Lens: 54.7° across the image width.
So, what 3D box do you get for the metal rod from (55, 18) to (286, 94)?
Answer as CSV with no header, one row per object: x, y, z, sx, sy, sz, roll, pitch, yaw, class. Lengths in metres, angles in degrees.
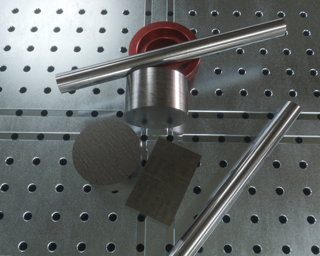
0.019,-0.095,0.401,0.302,0.025,0.025,-16,71,-6,metal rod

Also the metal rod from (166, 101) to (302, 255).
0.084,0.080,0.382,0.025,0.025,0.301,38,74,13,metal rod

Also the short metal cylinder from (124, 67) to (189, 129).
-0.005,-0.035,0.395,0.081,0.080,0.050,0,70,0,short metal cylinder

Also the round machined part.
0.007,-0.098,0.438,0.099,0.042,0.098,0,70,0,round machined part

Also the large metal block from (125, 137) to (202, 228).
0.005,0.067,0.358,0.050,0.080,0.080,24,72,8,large metal block

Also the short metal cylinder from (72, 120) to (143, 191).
-0.062,0.036,0.385,0.081,0.050,0.080,0,70,0,short metal cylinder
